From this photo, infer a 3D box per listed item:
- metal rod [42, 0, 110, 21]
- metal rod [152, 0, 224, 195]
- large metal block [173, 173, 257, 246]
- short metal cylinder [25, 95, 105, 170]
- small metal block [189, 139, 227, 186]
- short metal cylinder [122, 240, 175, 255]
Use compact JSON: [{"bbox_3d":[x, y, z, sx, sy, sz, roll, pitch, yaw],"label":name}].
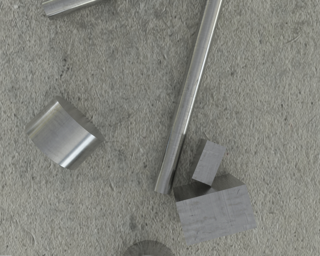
[{"bbox_3d":[-0.007,-0.204,0.409,0.301,0.025,0.025,-19,90,0],"label":"metal rod"},{"bbox_3d":[0.042,-0.060,0.410,0.025,0.025,0.298,16,90,0],"label":"metal rod"},{"bbox_3d":[0.063,0.096,0.383,0.080,0.080,0.050,-14,90,0],"label":"large metal block"},{"bbox_3d":[-0.115,0.006,0.382,0.080,0.080,0.050,45,90,0],"label":"short metal cylinder"},{"bbox_3d":[0.059,0.042,0.398,0.025,0.050,0.050,22,90,0],"label":"small metal block"},{"bbox_3d":[-0.015,0.193,0.398,0.081,0.050,0.080,0,90,0],"label":"short metal cylinder"}]
